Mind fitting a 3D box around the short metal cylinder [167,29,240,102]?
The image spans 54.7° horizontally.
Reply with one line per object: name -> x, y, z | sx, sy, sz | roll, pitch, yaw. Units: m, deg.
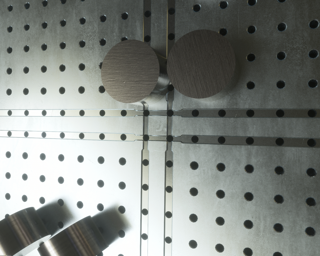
short metal cylinder -> 0.055, -0.074, 0.380 | 0.080, 0.050, 0.079 | 0, 90, 20

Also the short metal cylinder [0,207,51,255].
short metal cylinder -> -0.211, 0.161, 0.458 | 0.080, 0.080, 0.050 | -40, 78, 16

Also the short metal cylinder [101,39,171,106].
short metal cylinder -> -0.030, -0.071, 0.410 | 0.080, 0.050, 0.080 | 0, 90, 20

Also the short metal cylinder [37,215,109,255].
short metal cylinder -> -0.118, 0.165, 0.425 | 0.080, 0.080, 0.050 | -38, 78, 16
